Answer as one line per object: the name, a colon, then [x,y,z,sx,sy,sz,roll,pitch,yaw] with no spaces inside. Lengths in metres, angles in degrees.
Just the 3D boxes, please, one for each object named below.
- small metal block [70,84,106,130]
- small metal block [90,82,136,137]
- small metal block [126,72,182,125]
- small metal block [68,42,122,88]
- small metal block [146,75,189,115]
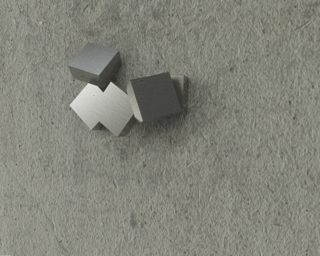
small metal block: [-0.091,-0.032,0.441,0.050,0.025,0.050,-46,76,14]
small metal block: [-0.053,-0.024,0.400,0.050,0.025,0.050,39,102,15]
small metal block: [-0.008,-0.035,0.372,0.050,0.025,0.050,-15,84,-21]
small metal block: [-0.089,-0.088,0.428,0.050,0.025,0.050,20,60,18]
small metal block: [0.009,-0.043,0.406,0.050,0.025,0.050,2,91,19]
